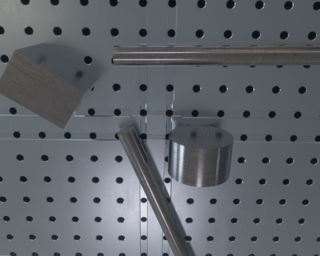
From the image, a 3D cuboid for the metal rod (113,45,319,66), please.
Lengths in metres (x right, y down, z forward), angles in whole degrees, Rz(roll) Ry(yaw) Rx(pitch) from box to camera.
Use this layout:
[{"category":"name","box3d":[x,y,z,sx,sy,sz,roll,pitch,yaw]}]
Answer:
[{"category":"metal rod","box3d":[0.095,-0.089,0.381,0.302,0.025,0.025,0,110,0]}]

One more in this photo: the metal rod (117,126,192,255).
[{"category":"metal rod","box3d":[0.009,0.133,0.462,0.025,0.025,0.299,-20,109,7]}]

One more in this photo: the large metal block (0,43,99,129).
[{"category":"large metal block","box3d":[-0.126,-0.052,0.364,0.080,0.080,0.050,32,107,-11]}]

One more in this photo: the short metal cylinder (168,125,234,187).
[{"category":"short metal cylinder","box3d":[0.051,0.033,0.397,0.081,0.080,0.050,1,110,-1]}]
